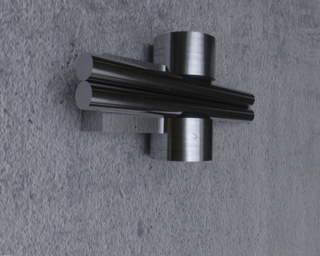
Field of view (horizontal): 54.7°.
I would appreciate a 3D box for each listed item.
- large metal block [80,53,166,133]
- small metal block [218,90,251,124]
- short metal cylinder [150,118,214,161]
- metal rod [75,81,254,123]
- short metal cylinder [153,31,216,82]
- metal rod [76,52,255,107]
[{"bbox_3d":[-0.042,-0.035,0.355,0.081,0.050,0.080,2,89,-40],"label":"large metal block"},{"bbox_3d":[0.123,-0.033,0.509,0.050,0.025,0.050,4,88,-40],"label":"small metal block"},{"bbox_3d":[0.028,0.014,0.393,0.081,0.080,0.050,2,89,-40],"label":"short metal cylinder"},{"bbox_3d":[0.036,-0.024,0.378,0.302,0.025,0.025,2,89,-48],"label":"metal rod"},{"bbox_3d":[0.031,-0.086,0.396,0.081,0.080,0.050,2,89,-40],"label":"short metal cylinder"},{"bbox_3d":[0.036,-0.049,0.378,0.302,0.025,0.025,2,89,-48],"label":"metal rod"}]
